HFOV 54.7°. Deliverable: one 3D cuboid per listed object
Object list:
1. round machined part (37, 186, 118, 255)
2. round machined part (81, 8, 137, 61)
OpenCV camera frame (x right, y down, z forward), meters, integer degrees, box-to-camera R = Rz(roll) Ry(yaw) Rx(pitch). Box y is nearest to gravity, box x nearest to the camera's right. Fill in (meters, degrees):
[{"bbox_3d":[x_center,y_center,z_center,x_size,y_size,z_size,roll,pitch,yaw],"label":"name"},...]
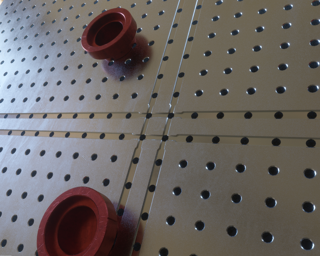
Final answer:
[{"bbox_3d":[-0.093,0.123,0.369,0.098,0.042,0.098,-13,56,20],"label":"round machined part"},{"bbox_3d":[-0.083,-0.156,0.534,0.098,0.042,0.098,-13,56,20],"label":"round machined part"}]
